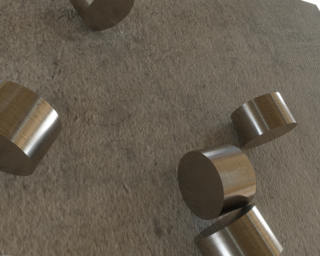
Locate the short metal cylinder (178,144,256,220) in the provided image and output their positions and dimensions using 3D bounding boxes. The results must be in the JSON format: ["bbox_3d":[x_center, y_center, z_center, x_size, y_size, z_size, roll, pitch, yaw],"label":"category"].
[{"bbox_3d":[0.065,0.062,0.368,0.050,0.080,0.080,-9,67,-33],"label":"short metal cylinder"}]

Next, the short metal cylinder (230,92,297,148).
[{"bbox_3d":[0.153,-0.010,0.459,0.081,0.080,0.050,-8,66,-32],"label":"short metal cylinder"}]

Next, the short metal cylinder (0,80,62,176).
[{"bbox_3d":[-0.142,0.002,0.292,0.080,0.080,0.050,30,52,-10],"label":"short metal cylinder"}]

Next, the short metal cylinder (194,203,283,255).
[{"bbox_3d":[0.084,0.125,0.339,0.081,0.080,0.050,-21,74,-36],"label":"short metal cylinder"}]

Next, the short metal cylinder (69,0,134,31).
[{"bbox_3d":[-0.083,-0.185,0.438,0.081,0.080,0.050,-26,76,-37],"label":"short metal cylinder"}]
